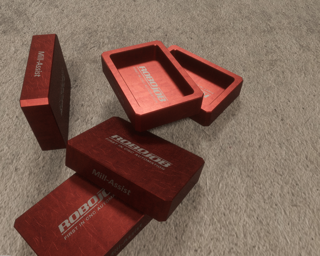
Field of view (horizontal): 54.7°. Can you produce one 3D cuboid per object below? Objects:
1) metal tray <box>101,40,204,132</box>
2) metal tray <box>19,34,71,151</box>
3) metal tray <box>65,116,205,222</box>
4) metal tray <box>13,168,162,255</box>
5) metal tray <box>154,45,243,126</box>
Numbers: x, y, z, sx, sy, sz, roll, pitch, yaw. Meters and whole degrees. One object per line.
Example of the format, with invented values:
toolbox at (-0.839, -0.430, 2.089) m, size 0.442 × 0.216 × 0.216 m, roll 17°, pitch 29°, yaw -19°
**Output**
metal tray at (-0.014, -0.061, 0.408) m, size 0.091 × 0.030 × 0.130 m, roll -18°, pitch 52°, yaw -19°
metal tray at (-0.142, -0.048, 0.398) m, size 0.030 × 0.089 × 0.130 m, roll -6°, pitch 50°, yaw -6°
metal tray at (-0.027, 0.038, 0.347) m, size 0.130 × 0.030 × 0.091 m, roll 26°, pitch 32°, yaw 20°
metal tray at (-0.068, 0.089, 0.325) m, size 0.090 × 0.030 × 0.131 m, roll 35°, pitch 58°, yaw 25°
metal tray at (0.042, -0.067, 0.456) m, size 0.130 × 0.030 × 0.090 m, roll 33°, pitch 57°, yaw 24°
